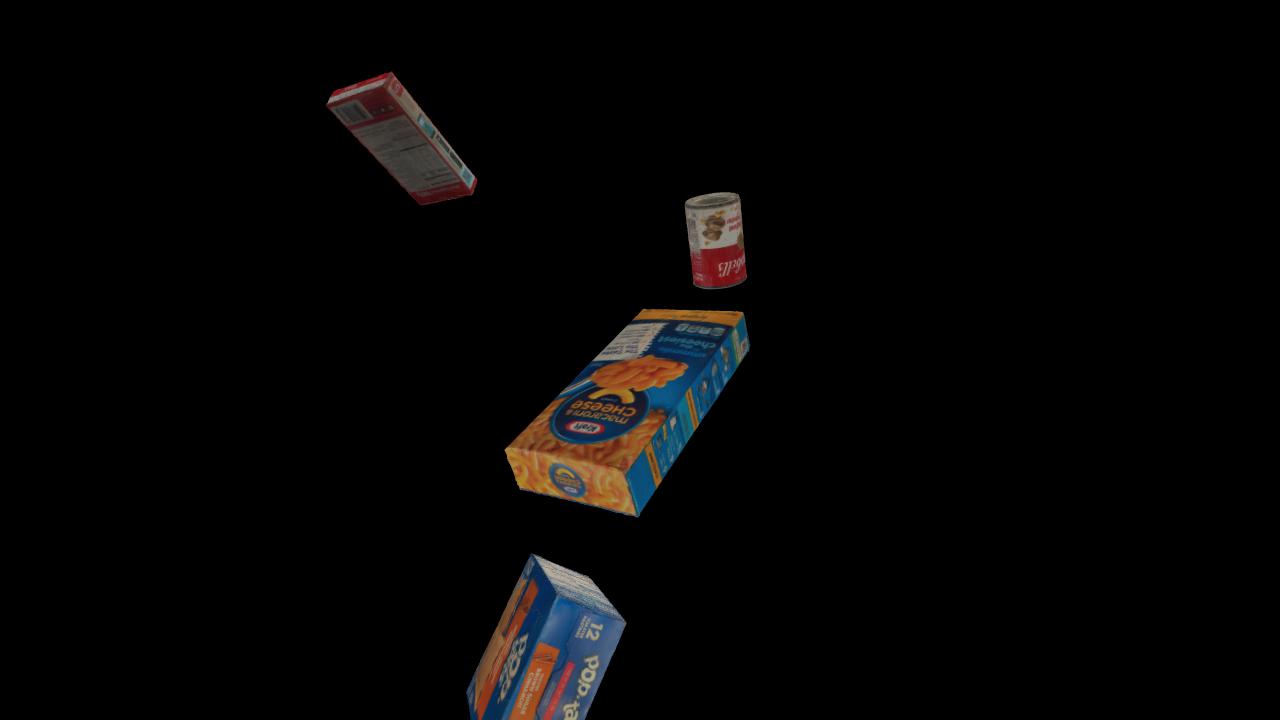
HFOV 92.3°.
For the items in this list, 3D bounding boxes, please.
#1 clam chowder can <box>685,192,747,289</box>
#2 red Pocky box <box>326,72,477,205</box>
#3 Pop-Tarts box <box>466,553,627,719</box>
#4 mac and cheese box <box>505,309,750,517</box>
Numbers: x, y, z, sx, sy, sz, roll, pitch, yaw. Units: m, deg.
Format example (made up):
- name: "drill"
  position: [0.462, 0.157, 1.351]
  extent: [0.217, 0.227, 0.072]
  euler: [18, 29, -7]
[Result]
- name: "clam chowder can"
  position: [0.092, -0.145, 0.746]
  extent: [0.068, 0.102, 0.068]
  euler: [-8, 25, 4]
- name: "red Pocky box"
  position: [-0.261, -0.241, 0.688]
  extent: [0.083, 0.028, 0.155]
  euler: [-5, -32, 22]
- name: "Pop-Tarts box"
  position: [-0.103, 0.312, 0.639]
  extent: [0.083, 0.167, 0.141]
  euler: [27, -9, -19]
- name: "mac and cheese box"
  position: [0.001, 0.024, 0.430]
  extent: [0.093, 0.041, 0.184]
  euler: [6, 35, 30]
